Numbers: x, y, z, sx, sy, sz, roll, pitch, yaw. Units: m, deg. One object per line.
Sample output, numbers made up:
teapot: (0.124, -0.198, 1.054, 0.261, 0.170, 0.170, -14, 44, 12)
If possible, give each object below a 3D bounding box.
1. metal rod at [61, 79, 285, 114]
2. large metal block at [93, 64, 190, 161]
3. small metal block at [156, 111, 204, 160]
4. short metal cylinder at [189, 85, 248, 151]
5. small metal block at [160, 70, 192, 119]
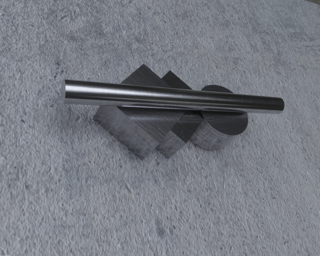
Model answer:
metal rod: (0.037, -0.034, 0.379, 0.303, 0.025, 0.025, 1, 62, -28)
large metal block: (-0.021, -0.021, 0.388, 0.080, 0.050, 0.080, 41, 51, -1)
small metal block: (0.023, 0.007, 0.399, 0.025, 0.050, 0.050, 41, 51, -1)
short metal cylinder: (0.076, -0.014, 0.437, 0.081, 0.050, 0.080, 14, 56, -21)
small metal block: (0.015, -0.042, 0.424, 0.050, 0.050, 0.025, 41, 51, -1)
